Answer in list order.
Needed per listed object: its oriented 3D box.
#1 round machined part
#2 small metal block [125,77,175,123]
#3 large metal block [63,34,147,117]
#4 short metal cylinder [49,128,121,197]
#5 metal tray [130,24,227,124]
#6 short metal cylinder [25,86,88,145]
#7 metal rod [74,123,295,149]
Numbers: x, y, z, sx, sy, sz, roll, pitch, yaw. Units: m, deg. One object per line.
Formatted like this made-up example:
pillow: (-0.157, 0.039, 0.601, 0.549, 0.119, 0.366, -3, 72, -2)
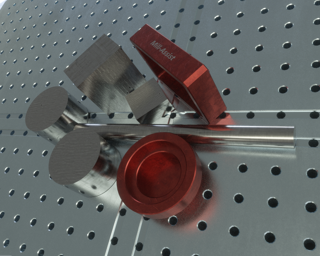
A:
round machined part: (0.003, 0.057, 0.361, 0.098, 0.042, 0.098, -13, 56, 21)
small metal block: (-0.015, -0.036, 0.439, 0.050, 0.025, 0.050, -34, 51, 6)
large metal block: (-0.079, -0.077, 0.462, 0.080, 0.080, 0.050, -44, 52, -2)
short metal cylinder: (-0.100, 0.046, 0.416, 0.080, 0.050, 0.080, -13, 56, 21)
metal tray: (0.022, -0.070, 0.398, 0.030, 0.090, 0.130, -43, 51, -1)
short metal cylinder: (-0.162, -0.018, 0.488, 0.080, 0.050, 0.080, -13, 56, 21)
metal rod: (0.010, 0.007, 0.398, 0.300, 0.025, 0.025, 1, 62, 28)
